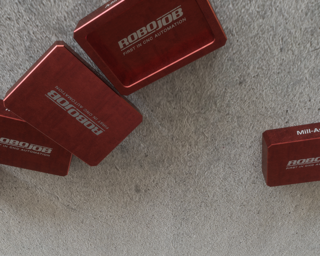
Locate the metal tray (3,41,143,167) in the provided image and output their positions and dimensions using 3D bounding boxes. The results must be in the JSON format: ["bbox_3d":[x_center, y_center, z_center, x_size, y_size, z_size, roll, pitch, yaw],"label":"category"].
[{"bbox_3d":[-0.096,-0.024,0.361,0.090,0.030,0.130,-44,120,5],"label":"metal tray"}]

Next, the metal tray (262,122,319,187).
[{"bbox_3d":[0.214,0.036,0.437,0.131,0.030,0.090,-9,130,7],"label":"metal tray"}]

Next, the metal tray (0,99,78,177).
[{"bbox_3d":[-0.181,0.014,0.414,0.131,0.030,0.089,14,129,-12],"label":"metal tray"}]

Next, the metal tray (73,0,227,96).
[{"bbox_3d":[-0.009,-0.098,0.319,0.130,0.030,0.090,-25,126,19],"label":"metal tray"}]
